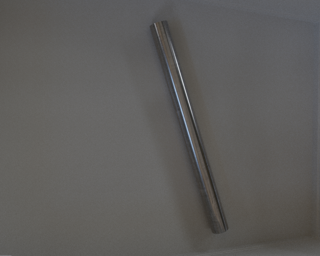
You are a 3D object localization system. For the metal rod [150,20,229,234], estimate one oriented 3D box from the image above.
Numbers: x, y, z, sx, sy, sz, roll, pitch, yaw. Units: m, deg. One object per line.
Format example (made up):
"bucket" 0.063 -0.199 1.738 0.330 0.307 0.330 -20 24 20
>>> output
"metal rod" 0.042 0.004 0.427 0.025 0.025 0.298 -20 97 -19
